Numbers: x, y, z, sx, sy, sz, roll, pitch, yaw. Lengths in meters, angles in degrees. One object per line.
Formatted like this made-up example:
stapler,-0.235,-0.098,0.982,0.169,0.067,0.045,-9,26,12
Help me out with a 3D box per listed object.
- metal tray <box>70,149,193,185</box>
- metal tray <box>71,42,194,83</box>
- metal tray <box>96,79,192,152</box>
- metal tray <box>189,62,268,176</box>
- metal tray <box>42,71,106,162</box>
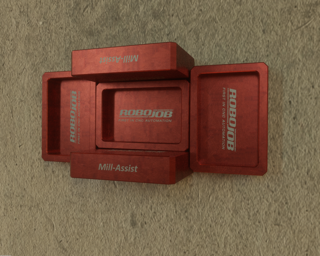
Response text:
metal tray,-0.032,0.044,0.384,0.130,0.090,0.030,0,90,19
metal tray,-0.031,-0.076,0.386,0.130,0.090,0.030,0,90,19
metal tray,-0.021,-0.016,0.414,0.130,0.030,0.089,1,90,19
metal tray,0.084,-0.011,0.377,0.090,0.030,0.129,1,90,19
metal tray,-0.125,-0.016,0.450,0.090,0.030,0.129,1,90,19
